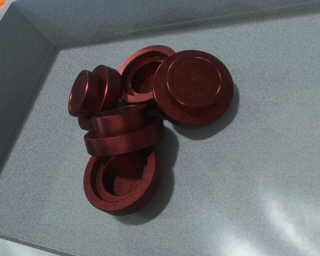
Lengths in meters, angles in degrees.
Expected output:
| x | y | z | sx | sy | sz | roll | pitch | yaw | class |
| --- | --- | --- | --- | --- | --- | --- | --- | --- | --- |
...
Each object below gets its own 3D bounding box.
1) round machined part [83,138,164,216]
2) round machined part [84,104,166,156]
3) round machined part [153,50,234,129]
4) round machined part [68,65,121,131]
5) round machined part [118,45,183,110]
| x | y | z | sx | sy | sz | roll | pitch | yaw | class |
| --- | --- | --- | --- | --- | --- | --- | --- | --- | --- |
| -0.040 | 0.059 | 0.377 | 0.098 | 0.042 | 0.098 | -13 | 56 | 21 | round machined part |
| -0.045 | -0.002 | 0.381 | 0.098 | 0.098 | 0.042 | -6 | 103 | 25 | round machined part |
| 0.041 | -0.051 | 0.374 | 0.099 | 0.042 | 0.098 | 1 | 76 | -3 | round machined part |
| -0.099 | -0.045 | 0.444 | 0.098 | 0.042 | 0.098 | -29 | 53 | 48 | round machined part |
| -0.011 | -0.066 | 0.438 | 0.098 | 0.042 | 0.098 | -13 | 56 | 21 | round machined part |
